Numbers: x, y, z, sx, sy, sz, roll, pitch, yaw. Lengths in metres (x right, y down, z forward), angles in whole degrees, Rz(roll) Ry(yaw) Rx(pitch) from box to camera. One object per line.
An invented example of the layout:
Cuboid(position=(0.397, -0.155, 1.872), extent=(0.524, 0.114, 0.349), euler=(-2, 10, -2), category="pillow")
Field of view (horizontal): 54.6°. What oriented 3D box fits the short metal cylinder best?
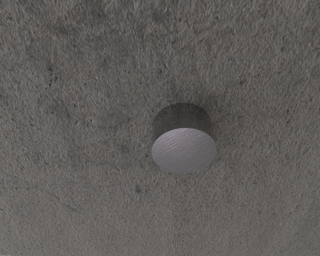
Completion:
Cuboid(position=(0.030, 0.014, 0.403), extent=(0.080, 0.050, 0.080), euler=(0, 130, 0), category="short metal cylinder")
